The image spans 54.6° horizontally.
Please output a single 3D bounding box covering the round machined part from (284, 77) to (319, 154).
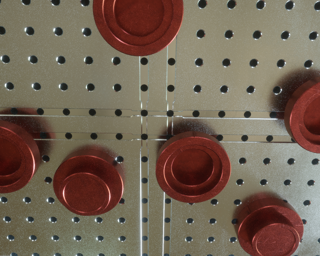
[{"bbox_3d":[0.209,-0.020,0.399,0.099,0.042,0.097,0,110,0],"label":"round machined part"}]

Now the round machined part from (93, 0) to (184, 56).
[{"bbox_3d":[-0.024,-0.134,0.355,0.099,0.042,0.097,0,110,0],"label":"round machined part"}]

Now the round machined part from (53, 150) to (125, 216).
[{"bbox_3d":[-0.101,0.083,0.434,0.099,0.042,0.097,0,110,0],"label":"round machined part"}]

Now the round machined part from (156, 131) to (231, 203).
[{"bbox_3d":[0.043,0.049,0.423,0.099,0.042,0.097,0,110,0],"label":"round machined part"}]

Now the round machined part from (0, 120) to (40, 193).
[{"bbox_3d":[-0.210,0.035,0.416,0.099,0.042,0.097,0,110,0],"label":"round machined part"}]

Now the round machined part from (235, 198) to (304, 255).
[{"bbox_3d":[0.166,0.158,0.464,0.099,0.042,0.097,0,110,0],"label":"round machined part"}]
